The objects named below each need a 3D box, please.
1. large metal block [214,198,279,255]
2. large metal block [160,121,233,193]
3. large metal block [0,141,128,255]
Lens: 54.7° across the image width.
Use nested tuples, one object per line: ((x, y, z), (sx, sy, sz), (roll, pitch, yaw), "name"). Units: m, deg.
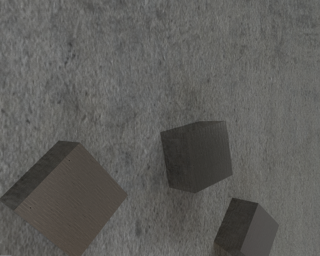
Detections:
((0.146, 0.175, 0.514), (0.080, 0.050, 0.080), (45, 63, -31), "large metal block")
((0.053, 0.037, 0.435), (0.081, 0.050, 0.079), (-15, 100, -39), "large metal block")
((-0.094, 0.070, 0.312), (0.080, 0.050, 0.080), (-51, 120, -28), "large metal block")
